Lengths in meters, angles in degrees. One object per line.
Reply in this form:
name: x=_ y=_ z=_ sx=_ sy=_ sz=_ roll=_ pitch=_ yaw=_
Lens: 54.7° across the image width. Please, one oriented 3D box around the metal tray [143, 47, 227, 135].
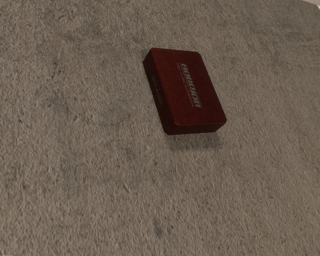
metal tray: x=0.035 y=-0.055 z=0.455 sx=0.091 sy=0.030 sz=0.130 roll=-3 pitch=63 yaw=-30
